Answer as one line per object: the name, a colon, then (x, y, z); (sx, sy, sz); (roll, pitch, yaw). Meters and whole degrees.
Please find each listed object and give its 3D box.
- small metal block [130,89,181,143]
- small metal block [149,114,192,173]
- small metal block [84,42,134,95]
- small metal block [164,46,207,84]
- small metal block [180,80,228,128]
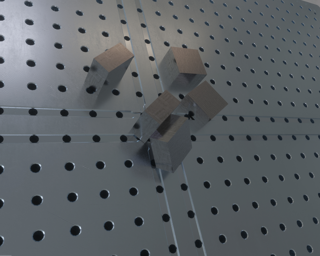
small metal block: (-0.006, -0.014, 0.397); (0.025, 0.050, 0.050); (42, 51, 1)
small metal block: (0.015, 0.019, 0.385); (0.025, 0.050, 0.050); (14, 44, 30)
small metal block: (-0.066, -0.077, 0.403); (0.025, 0.050, 0.050); (44, 51, 2)
small metal block: (0.040, -0.098, 0.489); (0.050, 0.025, 0.050); (-2, 63, -29)
small metal block: (0.066, -0.037, 0.466); (0.050, 0.025, 0.050); (48, 51, 5)
